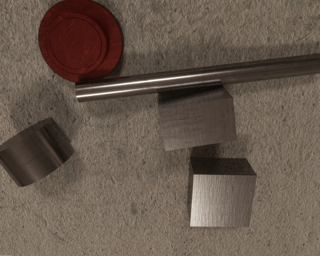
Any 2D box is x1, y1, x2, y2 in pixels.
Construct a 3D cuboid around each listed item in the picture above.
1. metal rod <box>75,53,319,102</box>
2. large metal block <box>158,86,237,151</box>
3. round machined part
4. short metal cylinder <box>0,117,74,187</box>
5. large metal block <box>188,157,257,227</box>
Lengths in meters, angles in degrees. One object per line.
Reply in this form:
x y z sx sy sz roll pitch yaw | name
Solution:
0.051 -0.062 0.377 0.302 0.025 0.025 -7 110 -2 | metal rod
0.042 -0.017 0.375 0.080 0.080 0.050 -9 110 3 | large metal block
-0.093 -0.100 0.363 0.099 0.042 0.097 0 110 -1 | round machined part
-0.157 0.029 0.389 0.080 0.080 0.050 -26 108 9 | short metal cylinder
0.082 0.088 0.430 0.081 0.050 0.079 1 110 -1 | large metal block
